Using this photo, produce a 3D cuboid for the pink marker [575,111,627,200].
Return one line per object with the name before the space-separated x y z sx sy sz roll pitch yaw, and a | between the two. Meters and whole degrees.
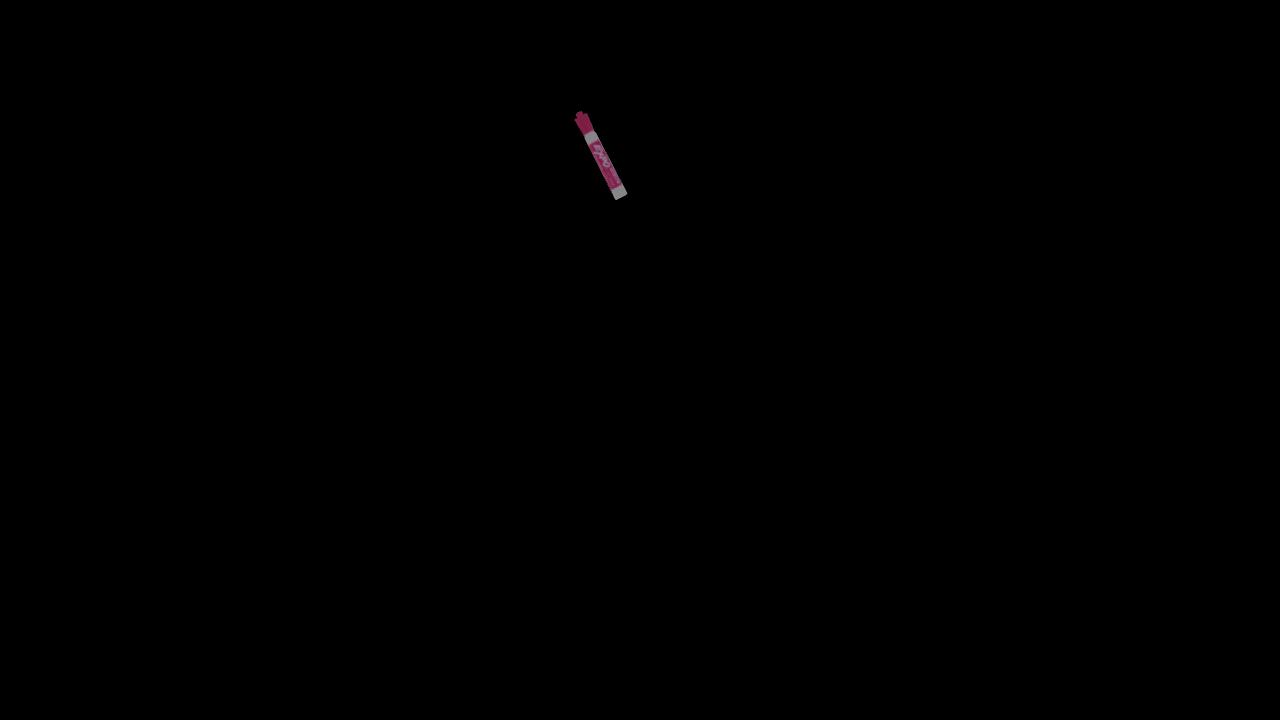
pink marker | -0.052 -0.272 0.820 0.020 0.121 0.020 -26 16 8
